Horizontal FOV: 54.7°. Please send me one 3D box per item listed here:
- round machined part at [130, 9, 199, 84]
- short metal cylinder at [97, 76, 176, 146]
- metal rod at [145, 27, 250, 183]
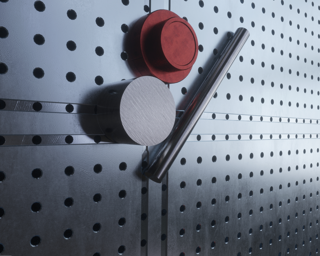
[{"bbox_3d":[0.013,-0.108,0.411,0.099,0.042,0.097,0,90,-40],"label":"round machined part"},{"bbox_3d":[-0.028,-0.019,0.371,0.081,0.050,0.079,0,90,-40],"label":"short metal cylinder"},{"bbox_3d":[0.066,-0.049,0.466,0.025,0.025,0.301,49,61,-29],"label":"metal rod"}]
